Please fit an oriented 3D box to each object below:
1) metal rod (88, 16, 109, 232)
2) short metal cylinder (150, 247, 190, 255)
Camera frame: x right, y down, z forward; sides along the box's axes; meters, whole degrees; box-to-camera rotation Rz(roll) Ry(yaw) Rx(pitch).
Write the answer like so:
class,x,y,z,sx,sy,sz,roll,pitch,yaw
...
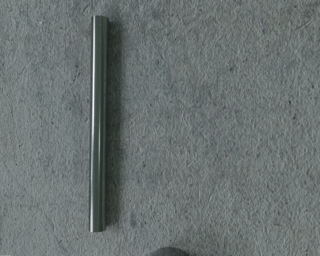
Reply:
class,x,y,z,sx,sy,sz,roll,pitch,yaw
metal rod,-0.087,-0.005,0.438,0.025,0.025,0.298,1,90,19
short metal cylinder,0.008,0.200,0.392,0.080,0.050,0.079,0,90,19
